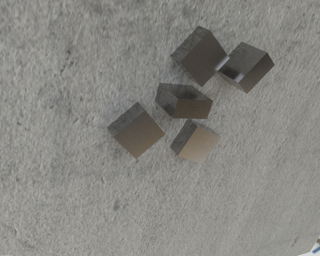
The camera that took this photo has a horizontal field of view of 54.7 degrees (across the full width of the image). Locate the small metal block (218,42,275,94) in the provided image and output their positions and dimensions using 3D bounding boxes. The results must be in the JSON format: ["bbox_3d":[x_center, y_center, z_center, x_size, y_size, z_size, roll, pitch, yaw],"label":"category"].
[{"bbox_3d":[0.110,-0.079,0.404,0.050,0.050,0.025,-47,130,4],"label":"small metal block"}]

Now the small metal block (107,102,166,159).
[{"bbox_3d":[-0.029,0.004,0.394,0.050,0.025,0.050,-40,130,-1],"label":"small metal block"}]

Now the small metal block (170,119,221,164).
[{"bbox_3d":[0.051,0.020,0.449,0.050,0.025,0.050,22,106,-37],"label":"small metal block"}]

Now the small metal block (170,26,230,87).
[{"bbox_3d":[0.050,-0.088,0.382,0.050,0.025,0.050,-46,130,4],"label":"small metal block"}]

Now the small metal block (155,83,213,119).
[{"bbox_3d":[0.029,-0.034,0.387,0.050,0.050,0.025,1,118,-29],"label":"small metal block"}]
